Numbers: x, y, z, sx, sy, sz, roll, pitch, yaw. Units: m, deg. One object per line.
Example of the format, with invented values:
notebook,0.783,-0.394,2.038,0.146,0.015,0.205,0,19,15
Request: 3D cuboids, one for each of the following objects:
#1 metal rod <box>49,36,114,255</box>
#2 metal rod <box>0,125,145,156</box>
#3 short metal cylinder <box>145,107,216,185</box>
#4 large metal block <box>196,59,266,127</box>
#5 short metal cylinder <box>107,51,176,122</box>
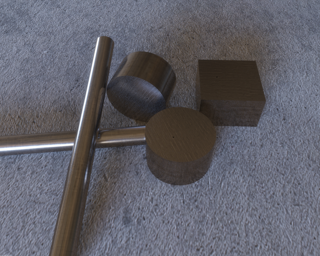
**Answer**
metal rod,-0.086,0.008,0.364,0.025,0.025,0.299,3,60,2
metal rod,-0.168,0.020,0.384,0.302,0.025,0.025,-4,50,-4
short metal cylinder,0.023,0.021,0.369,0.081,0.050,0.080,0,50,0
large metal block,0.093,-0.049,0.429,0.080,0.050,0.080,2,50,1
short metal cylinder,-0.024,-0.054,0.413,0.080,0.080,0.050,13,52,10
